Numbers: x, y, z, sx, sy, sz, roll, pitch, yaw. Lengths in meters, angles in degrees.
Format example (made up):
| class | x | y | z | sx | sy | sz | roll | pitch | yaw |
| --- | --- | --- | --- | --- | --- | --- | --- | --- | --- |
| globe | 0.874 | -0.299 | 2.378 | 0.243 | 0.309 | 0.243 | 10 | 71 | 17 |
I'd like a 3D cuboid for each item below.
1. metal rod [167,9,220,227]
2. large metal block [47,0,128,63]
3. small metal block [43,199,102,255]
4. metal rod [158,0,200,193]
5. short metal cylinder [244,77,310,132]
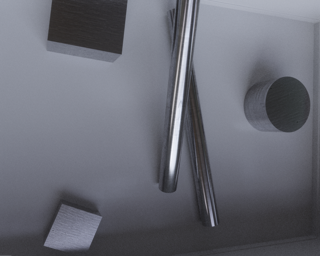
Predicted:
| class | x | y | z | sx | sy | sz | roll | pitch | yaw |
| --- | --- | --- | --- | --- | --- | --- | --- | --- | --- |
| metal rod | 0.047 | -0.012 | 0.428 | 0.025 | 0.025 | 0.298 | -11 | 94 | -20 |
| large metal block | -0.086 | -0.128 | 0.366 | 0.081 | 0.050 | 0.080 | 6 | 88 | -20 |
| small metal block | -0.105 | 0.120 | 0.373 | 0.050 | 0.025 | 0.050 | 25 | 82 | -19 |
| metal rod | 0.022 | -0.054 | 0.355 | 0.025 | 0.025 | 0.298 | -5 | 117 | -20 |
| short metal cylinder | 0.174 | -0.034 | 0.464 | 0.081 | 0.050 | 0.079 | 0 | 90 | -21 |
